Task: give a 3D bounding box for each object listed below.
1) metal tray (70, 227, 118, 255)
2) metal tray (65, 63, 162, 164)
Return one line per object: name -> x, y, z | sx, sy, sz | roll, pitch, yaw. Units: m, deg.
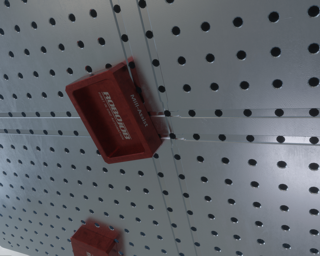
metal tray -> -0.134, 0.275, 0.650 | 0.090, 0.030, 0.129 | 14, 124, 20
metal tray -> -0.064, -0.015, 0.432 | 0.090, 0.030, 0.130 | -12, 112, 33
